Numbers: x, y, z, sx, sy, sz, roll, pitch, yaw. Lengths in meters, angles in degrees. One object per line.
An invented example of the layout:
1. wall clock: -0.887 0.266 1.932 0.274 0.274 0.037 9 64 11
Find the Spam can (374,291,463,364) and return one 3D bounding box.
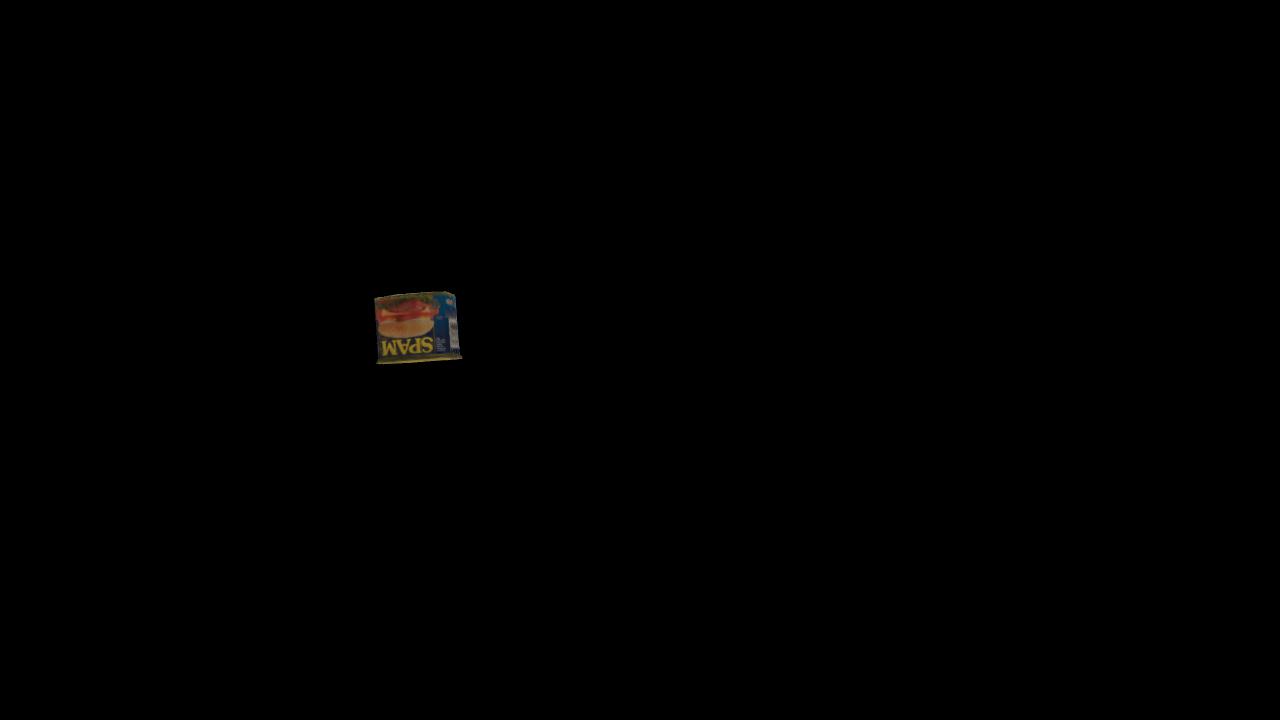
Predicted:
1. Spam can: -0.283 -0.040 0.784 0.101 0.085 0.058 -4 -1 7
